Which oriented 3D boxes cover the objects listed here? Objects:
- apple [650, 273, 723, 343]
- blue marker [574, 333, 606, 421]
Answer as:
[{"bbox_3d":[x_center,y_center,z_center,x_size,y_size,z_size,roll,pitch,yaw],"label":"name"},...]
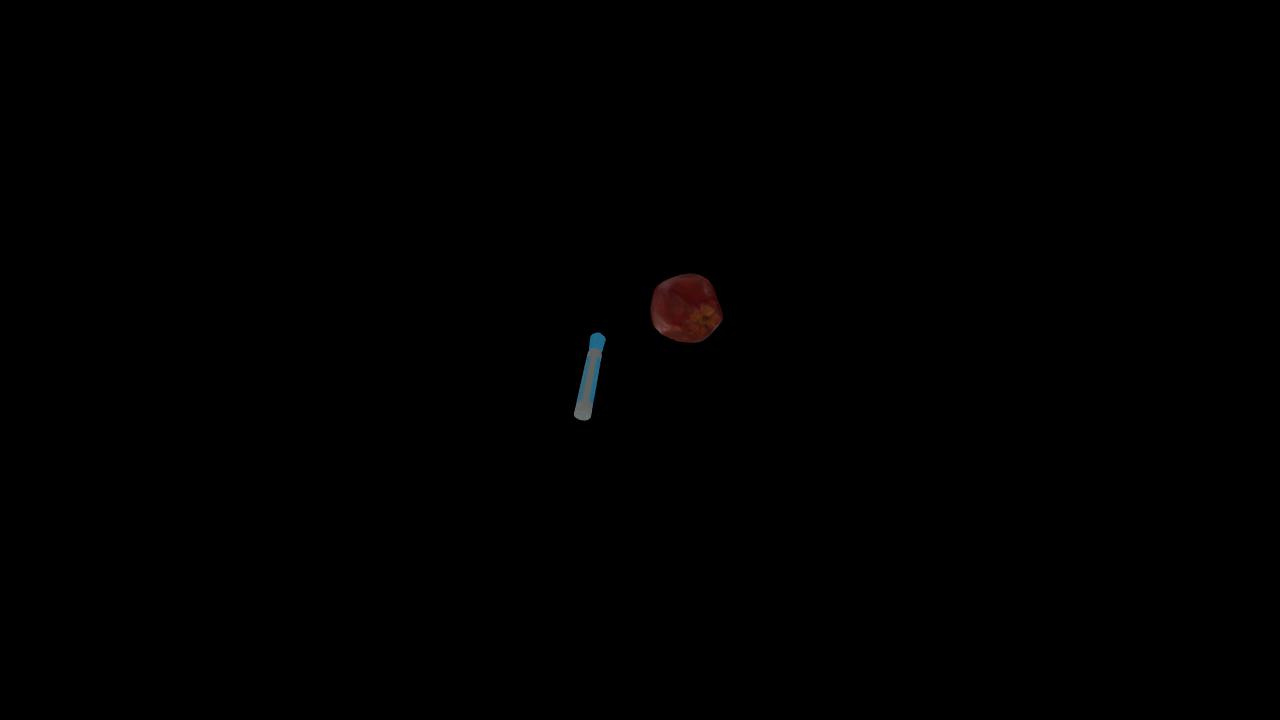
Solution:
[{"bbox_3d":[0.053,-0.057,0.688,0.079,0.079,0.093,0,16,-19],"label":"apple"},{"bbox_3d":[-0.056,0.015,0.702,0.020,0.121,0.020,5,-41,4],"label":"blue marker"}]
